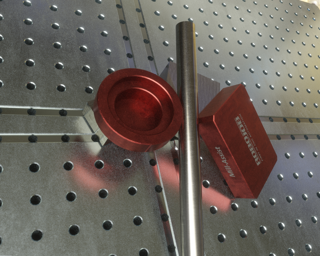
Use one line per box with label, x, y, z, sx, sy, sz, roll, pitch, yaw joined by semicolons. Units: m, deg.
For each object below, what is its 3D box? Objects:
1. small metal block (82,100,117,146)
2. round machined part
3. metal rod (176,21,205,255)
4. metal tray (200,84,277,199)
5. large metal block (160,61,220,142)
small metal block;-0.058;-0.013;0.381;0.050;0.025;0.050;-25;75;-37
round machined part;-0.027;-0.016;0.353;0.099;0.042;0.098;11;58;-19
metal rod;0.034;0.015;0.362;0.025;0.025;0.299;6;75;-25
metal tray;0.106;0.018;0.414;0.090;0.030;0.130;-45;113;-38
large metal block;0.034;-0.033;0.427;0.080;0.050;0.080;21;54;-16
